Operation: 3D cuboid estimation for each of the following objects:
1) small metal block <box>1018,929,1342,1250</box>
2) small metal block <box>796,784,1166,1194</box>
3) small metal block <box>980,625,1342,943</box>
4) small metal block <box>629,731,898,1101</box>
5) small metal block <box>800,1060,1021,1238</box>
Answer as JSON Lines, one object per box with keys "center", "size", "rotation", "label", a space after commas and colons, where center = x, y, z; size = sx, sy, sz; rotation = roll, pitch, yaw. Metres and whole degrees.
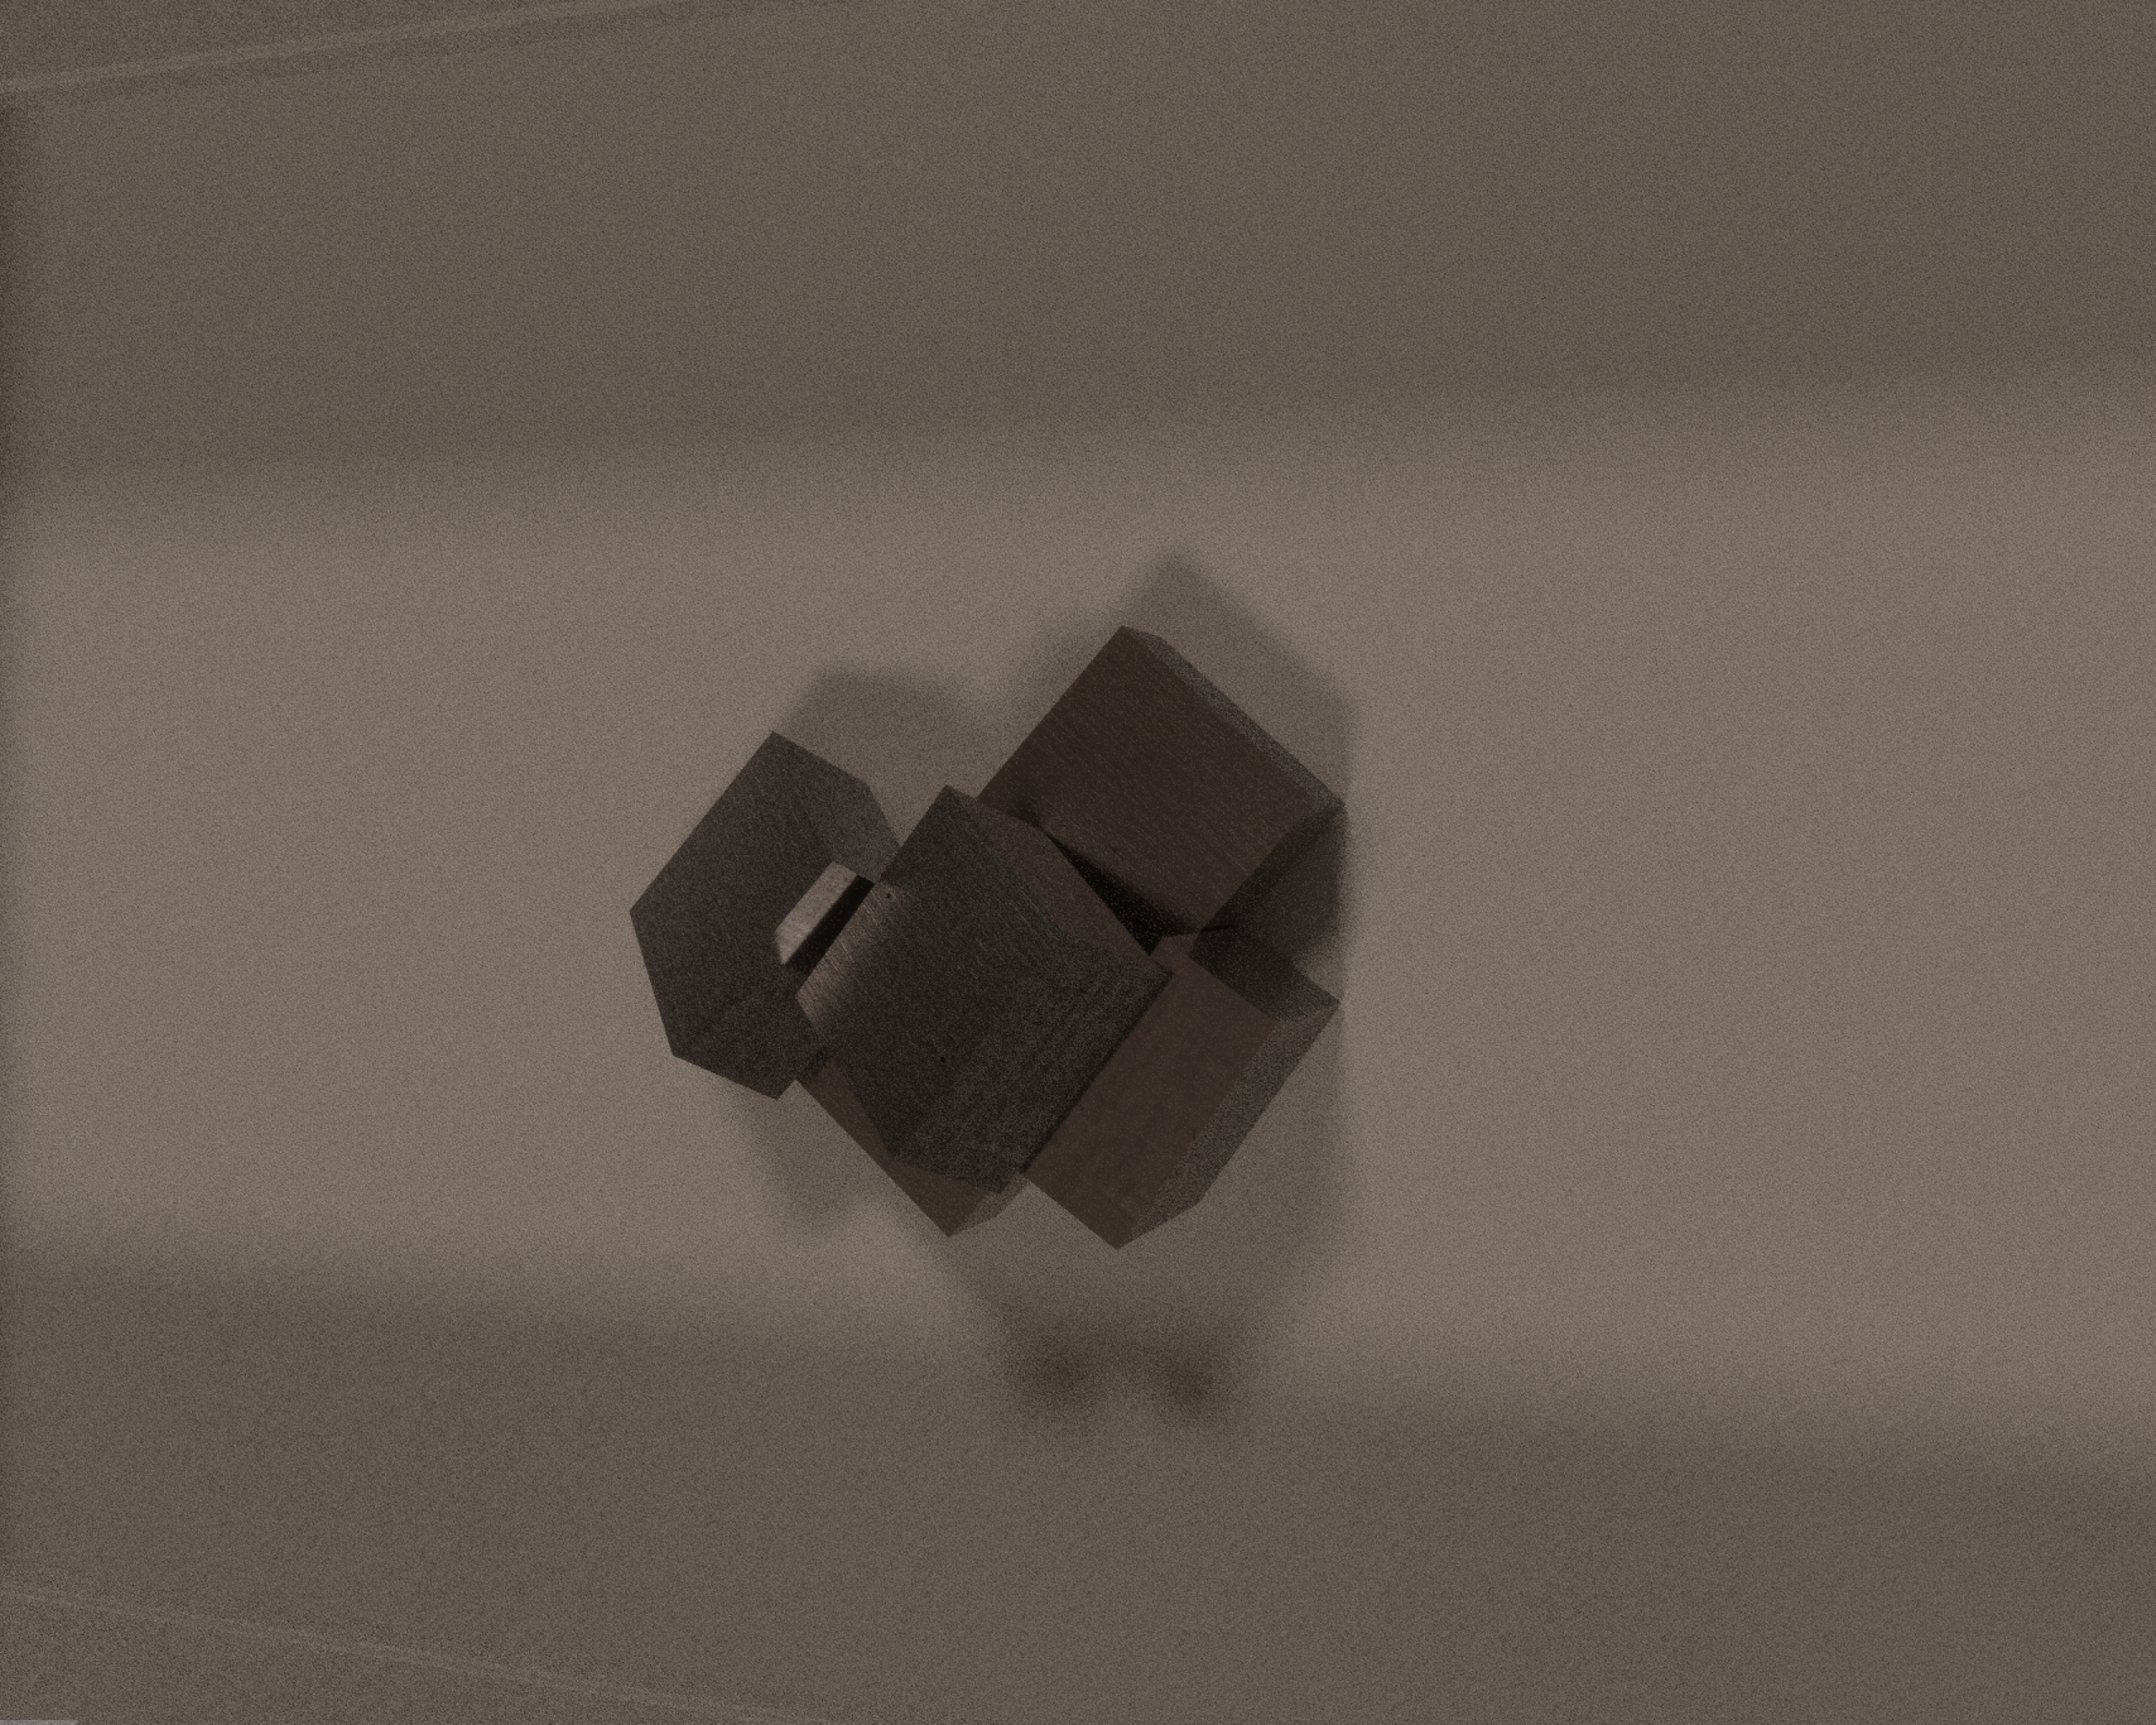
{"center": [0.019, 0.040, 0.388], "size": [0.025, 0.050, 0.050], "rotation": [37, 102, 16], "label": "small metal block"}
{"center": [-0.019, 0.022, 0.375], "size": [0.050, 0.025, 0.050], "rotation": [-54, 41, 12], "label": "small metal block"}
{"center": [0.014, -0.010, 0.403], "size": [0.050, 0.025, 0.050], "rotation": [44, 103, 14], "label": "small metal block"}
{"center": [-0.060, 0.010, 0.416], "size": [0.050, 0.025, 0.050], "rotation": [-49, 37, 13], "label": "small metal block"}
{"center": [-0.022, 0.037, 0.416], "size": [0.050, 0.025, 0.050], "rotation": [44, 103, 14], "label": "small metal block"}
